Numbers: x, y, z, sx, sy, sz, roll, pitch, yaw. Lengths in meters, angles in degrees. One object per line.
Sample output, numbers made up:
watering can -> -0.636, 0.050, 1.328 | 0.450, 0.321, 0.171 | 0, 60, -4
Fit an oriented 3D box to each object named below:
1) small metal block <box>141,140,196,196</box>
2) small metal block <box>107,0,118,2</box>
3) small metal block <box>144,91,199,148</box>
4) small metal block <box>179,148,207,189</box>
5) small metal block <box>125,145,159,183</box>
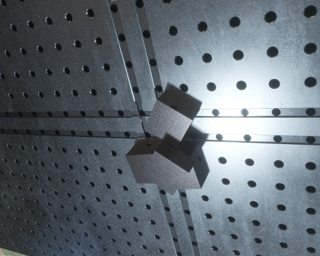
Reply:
small metal block -> 0.010, 0.053, 0.405 | 0.050, 0.025, 0.050 | 33, 128, 6
small metal block -> -0.054, -0.174, 0.331 | 0.050, 0.025, 0.050 | 43, 129, -3
small metal block -> 0.014, -0.010, 0.396 | 0.050, 0.025, 0.050 | 31, 128, 7
small metal block -> 0.031, 0.057, 0.429 | 0.050, 0.025, 0.050 | -8, 115, 31
small metal block -> -0.016, 0.053, 0.451 | 0.050, 0.025, 0.050 | -6, 116, 31
